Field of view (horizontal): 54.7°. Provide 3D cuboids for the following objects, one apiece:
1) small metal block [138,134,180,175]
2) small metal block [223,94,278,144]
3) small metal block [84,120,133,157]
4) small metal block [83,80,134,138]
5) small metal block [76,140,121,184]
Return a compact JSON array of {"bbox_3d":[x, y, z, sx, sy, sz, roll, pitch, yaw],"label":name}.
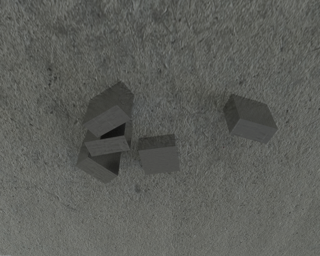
[{"bbox_3d":[0.000,0.038,0.439,0.050,0.025,0.050,-7,130,6],"label":"small metal block"},{"bbox_3d":[0.110,-0.012,0.382,0.050,0.050,0.025,15,129,-13],"label":"small metal block"},{"bbox_3d":[-0.064,0.006,0.395,0.050,0.050,0.025,-10,129,8],"label":"small metal block"},{"bbox_3d":[-0.060,-0.023,0.371,0.050,0.050,0.025,-27,125,21],"label":"small metal block"},{"bbox_3d":[-0.082,0.041,0.424,0.025,0.050,0.050,-36,122,26],"label":"small metal block"}]
